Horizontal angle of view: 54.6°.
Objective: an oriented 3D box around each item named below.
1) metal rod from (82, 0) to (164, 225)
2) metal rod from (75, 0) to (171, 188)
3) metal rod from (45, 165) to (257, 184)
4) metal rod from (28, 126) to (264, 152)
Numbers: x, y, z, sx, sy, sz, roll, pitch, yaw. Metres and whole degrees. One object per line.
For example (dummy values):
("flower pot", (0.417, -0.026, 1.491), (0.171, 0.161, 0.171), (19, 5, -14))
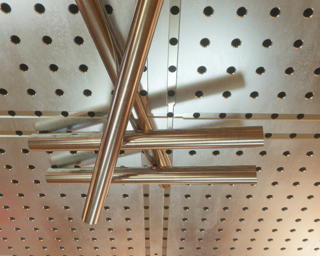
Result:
("metal rod", (-0.049, -0.008, 0.357), (0.025, 0.025, 0.298), (14, 115, -11))
("metal rod", (-0.032, -0.025, 0.389), (0.025, 0.025, 0.299), (-12, 129, 10))
("metal rod", (-0.022, 0.067, 0.437), (0.301, 0.025, 0.025), (-3, 131, 14))
("metal rod", (-0.029, 0.015, 0.390), (0.301, 0.025, 0.025), (-2, 131, 15))
